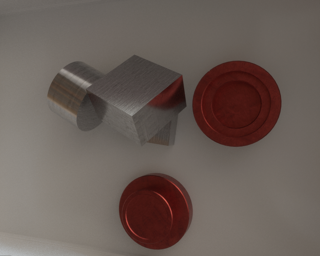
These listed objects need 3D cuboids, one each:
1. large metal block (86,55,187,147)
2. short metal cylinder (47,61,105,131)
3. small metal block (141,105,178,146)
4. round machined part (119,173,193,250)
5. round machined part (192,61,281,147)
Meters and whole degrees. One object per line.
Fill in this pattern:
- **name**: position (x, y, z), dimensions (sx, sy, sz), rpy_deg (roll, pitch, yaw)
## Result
- **large metal block**: position (-0.027, -0.036, 0.375), dimensions (0.080, 0.050, 0.080), rpy_deg (30, 59, 33)
- **short metal cylinder**: position (-0.102, -0.042, 0.416), dimensions (0.050, 0.080, 0.080), rpy_deg (31, 100, 17)
- **small metal block**: position (-0.005, -0.005, 0.412), dimensions (0.050, 0.025, 0.050), rpy_deg (8, 93, 19)
- **round machined part**: position (-0.010, 0.110, 0.404), dimensions (0.098, 0.042, 0.097), rpy_deg (0, 90, 19)
- **round machined part**: position (0.091, -0.028, 0.369), dimensions (0.098, 0.042, 0.097), rpy_deg (0, 90, 19)
